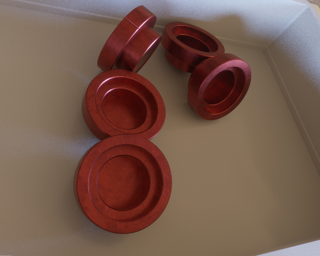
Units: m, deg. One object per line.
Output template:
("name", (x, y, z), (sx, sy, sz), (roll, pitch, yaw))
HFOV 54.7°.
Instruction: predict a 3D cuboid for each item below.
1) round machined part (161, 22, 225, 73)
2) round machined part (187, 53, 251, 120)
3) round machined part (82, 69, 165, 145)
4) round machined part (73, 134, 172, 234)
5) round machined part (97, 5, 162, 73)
("round machined part", (0.047, -0.121, 0.483), (0.099, 0.042, 0.098), (15, 40, -12))
("round machined part", (0.080, -0.063, 0.447), (0.099, 0.097, 0.042), (-9, 39, -32))
("round machined part", (-0.046, -0.019, 0.379), (0.099, 0.042, 0.098), (12, 61, -22))
("round machined part", (-0.041, 0.057, 0.325), (0.099, 0.042, 0.098), (4, 79, -23))
("round machined part", (-0.034, -0.105, 0.404), (0.042, 0.097, 0.098), (38, 51, -3))
